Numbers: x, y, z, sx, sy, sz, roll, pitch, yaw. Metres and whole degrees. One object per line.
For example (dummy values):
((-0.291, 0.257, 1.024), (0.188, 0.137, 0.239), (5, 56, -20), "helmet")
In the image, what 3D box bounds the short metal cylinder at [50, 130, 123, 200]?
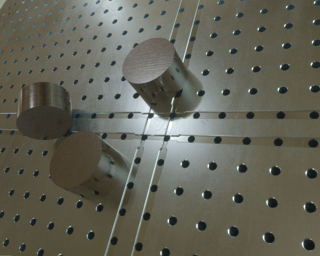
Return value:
((-0.097, 0.050, 0.413), (0.080, 0.050, 0.080), (-13, 56, 21), "short metal cylinder")

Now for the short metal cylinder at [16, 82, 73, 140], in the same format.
((-0.179, -0.025, 0.482), (0.080, 0.080, 0.050), (-26, 53, 12), "short metal cylinder")

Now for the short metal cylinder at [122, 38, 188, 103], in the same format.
((-0.007, -0.082, 0.446), (0.080, 0.050, 0.080), (-13, 56, 21), "short metal cylinder")
